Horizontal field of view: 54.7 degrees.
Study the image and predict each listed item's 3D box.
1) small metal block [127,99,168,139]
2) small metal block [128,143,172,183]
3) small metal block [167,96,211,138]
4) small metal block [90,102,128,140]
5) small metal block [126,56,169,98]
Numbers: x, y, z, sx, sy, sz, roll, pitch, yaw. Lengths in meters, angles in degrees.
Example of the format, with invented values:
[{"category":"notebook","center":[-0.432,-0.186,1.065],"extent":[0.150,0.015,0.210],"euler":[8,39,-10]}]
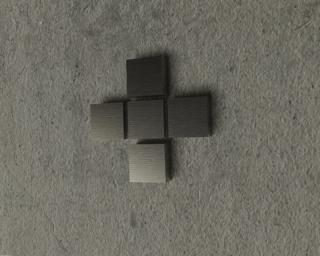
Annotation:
[{"category":"small metal block","center":[-0.015,-0.011,0.415],"extent":[0.050,0.025,0.050],"euler":[-2,89,19]},{"category":"small metal block","center":[-0.013,0.046,0.414],"extent":[0.050,0.025,0.050],"euler":[-2,89,19]},{"category":"small metal block","center":[0.038,-0.013,0.396],"extent":[0.050,0.025,0.050],"euler":[-2,89,19]},{"category":"small metal block","center":[-0.068,-0.009,0.433],"extent":[0.050,0.025,0.050],"euler":[-2,89,19]},{"category":"small metal block","center":[-0.017,-0.067,0.415],"extent":[0.050,0.025,0.050],"euler":[-2,89,19]}]
